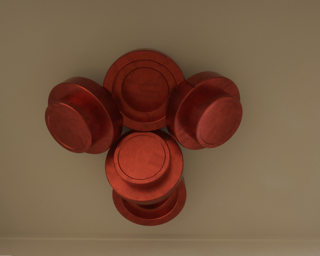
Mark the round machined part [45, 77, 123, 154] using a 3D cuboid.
[{"bbox_3d":[-0.098,-0.009,0.373,0.098,0.042,0.097,15,126,22],"label":"round machined part"}]

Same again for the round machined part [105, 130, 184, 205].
[{"bbox_3d":[-0.020,0.042,0.385,0.099,0.098,0.042,-6,154,2],"label":"round machined part"}]

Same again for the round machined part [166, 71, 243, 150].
[{"bbox_3d":[0.059,-0.015,0.371,0.099,0.042,0.097,-17,126,-25],"label":"round machined part"}]

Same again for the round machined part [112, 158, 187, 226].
[{"bbox_3d":[-0.014,0.083,0.430,0.099,0.042,0.097,0,110,0],"label":"round machined part"}]

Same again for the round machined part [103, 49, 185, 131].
[{"bbox_3d":[-0.018,-0.048,0.381,0.099,0.042,0.097,0,110,0],"label":"round machined part"}]
